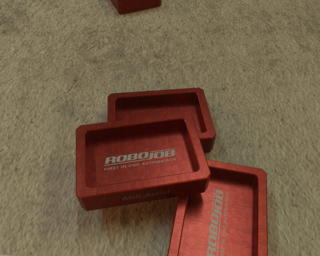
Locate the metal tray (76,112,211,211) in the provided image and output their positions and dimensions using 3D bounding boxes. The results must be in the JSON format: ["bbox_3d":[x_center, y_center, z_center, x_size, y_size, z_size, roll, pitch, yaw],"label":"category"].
[{"bbox_3d":[-0.021,0.032,0.332,0.131,0.030,0.090,-8,51,-7],"label":"metal tray"}]

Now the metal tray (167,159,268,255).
[{"bbox_3d":[0.061,0.097,0.319,0.090,0.030,0.130,9,51,7],"label":"metal tray"}]

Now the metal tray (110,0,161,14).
[{"bbox_3d":[-0.063,-0.289,0.641,0.091,0.030,0.130,-18,53,-15],"label":"metal tray"}]

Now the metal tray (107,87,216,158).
[{"bbox_3d":[-0.001,-0.008,0.406,0.131,0.030,0.090,-4,50,-4],"label":"metal tray"}]
